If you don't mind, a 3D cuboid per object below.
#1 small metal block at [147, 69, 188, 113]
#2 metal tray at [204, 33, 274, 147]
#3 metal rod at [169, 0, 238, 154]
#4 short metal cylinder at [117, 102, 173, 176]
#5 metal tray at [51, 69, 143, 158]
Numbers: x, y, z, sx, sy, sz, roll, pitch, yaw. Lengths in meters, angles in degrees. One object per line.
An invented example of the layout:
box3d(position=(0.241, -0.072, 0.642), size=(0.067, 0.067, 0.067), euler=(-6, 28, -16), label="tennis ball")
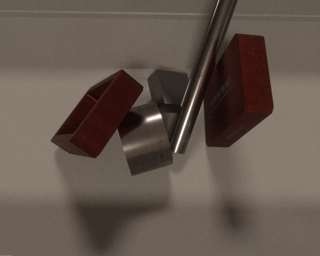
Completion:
box3d(position=(0.015, -0.048, 0.416), size=(0.050, 0.025, 0.050), euler=(1, 66, -34), label="small metal block")
box3d(position=(0.085, -0.037, 0.367), size=(0.030, 0.130, 0.090), euler=(3, 70, -8), label="metal tray")
box3d(position=(0.066, -0.111, 0.378), size=(0.025, 0.025, 0.298), euler=(19, 98, 6), label="metal rod")
box3d(position=(-0.021, 0.013, 0.376), size=(0.050, 0.080, 0.080), euler=(-16, 71, -6), label="short metal cylinder")
box3d(position=(-0.078, -0.013, 0.359), size=(0.030, 0.130, 0.090), euler=(39, 71, -21), label="metal tray")
